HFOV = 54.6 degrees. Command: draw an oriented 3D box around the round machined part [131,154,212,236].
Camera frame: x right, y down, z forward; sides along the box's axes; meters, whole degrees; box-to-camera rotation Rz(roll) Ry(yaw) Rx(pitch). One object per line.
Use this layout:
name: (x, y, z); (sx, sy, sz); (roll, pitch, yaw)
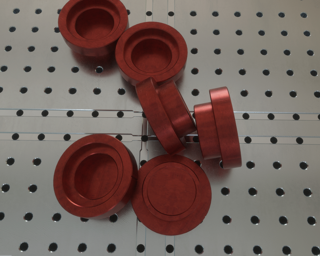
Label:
round machined part: (0.014, 0.078, 0.374); (0.099, 0.042, 0.098); (0, 70, 0)

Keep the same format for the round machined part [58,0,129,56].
round machined part: (-0.094, -0.147, 0.456); (0.099, 0.042, 0.098); (0, 70, 0)

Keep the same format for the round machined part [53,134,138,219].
round machined part: (-0.073, 0.060, 0.372); (0.098, 0.042, 0.098); (-6, 66, 13)

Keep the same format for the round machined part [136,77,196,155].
round machined part: (0.012, -0.019, 0.377); (0.042, 0.098, 0.098); (-26, 72, 8)

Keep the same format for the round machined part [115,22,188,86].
round machined part: (-0.012, -0.097, 0.438); (0.099, 0.042, 0.098); (0, 70, 0)

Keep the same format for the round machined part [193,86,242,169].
round machined part: (0.068, 0.002, 0.375); (0.042, 0.098, 0.098); (-11, 70, 10)
